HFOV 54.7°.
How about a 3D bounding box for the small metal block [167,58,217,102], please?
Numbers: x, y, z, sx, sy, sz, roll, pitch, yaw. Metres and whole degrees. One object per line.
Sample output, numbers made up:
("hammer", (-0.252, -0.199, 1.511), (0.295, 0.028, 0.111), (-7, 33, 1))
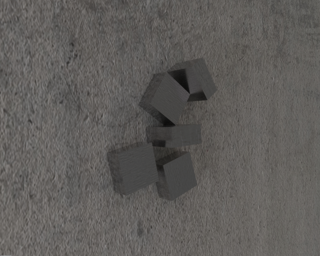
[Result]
("small metal block", (0.043, -0.064, 0.424), (0.025, 0.050, 0.050), (-45, 117, -31))

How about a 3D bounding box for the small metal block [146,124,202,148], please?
("small metal block", (0.018, 0.009, 0.403), (0.050, 0.050, 0.025), (-6, 94, -40))

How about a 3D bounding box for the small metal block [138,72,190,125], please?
("small metal block", (0.007, -0.038, 0.410), (0.050, 0.025, 0.050), (39, 66, -33))

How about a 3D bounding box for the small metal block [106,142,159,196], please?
("small metal block", (-0.032, 0.048, 0.377), (0.050, 0.025, 0.050), (-18, 101, -39))

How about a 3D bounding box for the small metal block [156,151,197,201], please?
("small metal block", (0.020, 0.063, 0.421), (0.050, 0.025, 0.050), (-22, 104, -38))
